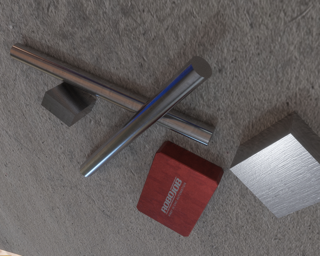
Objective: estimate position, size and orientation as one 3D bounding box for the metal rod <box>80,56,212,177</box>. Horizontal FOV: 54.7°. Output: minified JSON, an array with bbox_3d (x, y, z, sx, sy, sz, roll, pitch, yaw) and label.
[{"bbox_3d":[-0.040,0.005,0.402,0.025,0.025,0.299,46,137,-5],"label":"metal rod"}]

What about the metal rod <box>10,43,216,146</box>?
[{"bbox_3d":[-0.071,-0.049,0.411,0.301,0.025,0.025,24,127,12],"label":"metal rod"}]

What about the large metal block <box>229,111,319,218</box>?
[{"bbox_3d":[0.140,0.042,0.343,0.080,0.050,0.080,46,129,-4],"label":"large metal block"}]

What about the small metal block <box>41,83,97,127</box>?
[{"bbox_3d":[-0.126,-0.036,0.433,0.050,0.050,0.025,38,129,2],"label":"small metal block"}]

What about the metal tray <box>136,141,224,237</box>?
[{"bbox_3d":[0.024,0.091,0.446,0.090,0.030,0.129,27,128,10],"label":"metal tray"}]
